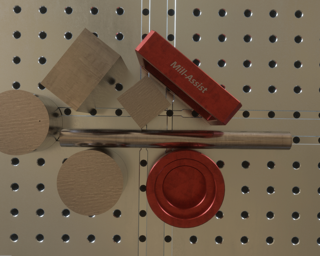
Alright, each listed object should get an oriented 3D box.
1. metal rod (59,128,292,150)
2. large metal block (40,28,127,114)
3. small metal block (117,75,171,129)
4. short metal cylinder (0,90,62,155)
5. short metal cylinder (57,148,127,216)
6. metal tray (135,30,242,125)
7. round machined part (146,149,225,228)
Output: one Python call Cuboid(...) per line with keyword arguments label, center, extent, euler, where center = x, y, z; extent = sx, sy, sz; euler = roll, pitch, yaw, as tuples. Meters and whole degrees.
Cuboid(label="metal rod", center=(0.021, 0.015, 0.413), extent=(0.302, 0.025, 0.025), euler=(1, 90, 0))
Cuboid(label="large metal block", center=(-0.089, -0.066, 0.385), extent=(0.050, 0.080, 0.080), euler=(39, 90, -1))
Cuboid(label="small metal block", center=(-0.021, -0.034, 0.413), extent=(0.050, 0.025, 0.050), euler=(-39, 90, 0))
Cuboid(label="short metal cylinder", center=(-0.174, -0.007, 0.399), extent=(0.081, 0.050, 0.080), euler=(0, 90, 0))
Cuboid(label="short metal cylinder", center=(-0.085, 0.066, 0.400), extent=(0.081, 0.050, 0.080), euler=(0, 90, 0))
Cuboid(label="metal tray", center=(0.032, -0.056, 0.380), extent=(0.130, 0.090, 0.030), euler=(40, 90, 0))
Cuboid(label="round machined part", center=(0.032, 0.076, 0.405), extent=(0.099, 0.042, 0.097), euler=(0, 90, 0))
